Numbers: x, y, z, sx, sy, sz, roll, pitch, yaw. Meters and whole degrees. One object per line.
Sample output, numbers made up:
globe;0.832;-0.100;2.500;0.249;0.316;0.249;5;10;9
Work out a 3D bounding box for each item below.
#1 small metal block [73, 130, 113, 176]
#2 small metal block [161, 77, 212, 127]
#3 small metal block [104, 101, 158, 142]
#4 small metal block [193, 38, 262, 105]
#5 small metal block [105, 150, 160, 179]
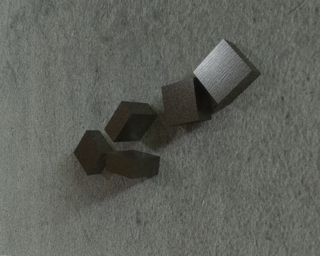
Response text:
small metal block;-0.105;0.039;0.489;0.050;0.025;0.050;50;119;28
small metal block;0.031;-0.030;0.374;0.050;0.025;0.050;-11;84;44
small metal block;-0.039;-0.008;0.419;0.025;0.050;0.050;50;119;28
small metal block;0.073;-0.061;0.343;0.050;0.025;0.050;-47;62;29
small metal block;-0.036;0.048;0.417;0.050;0.050;0.025;10;97;39
